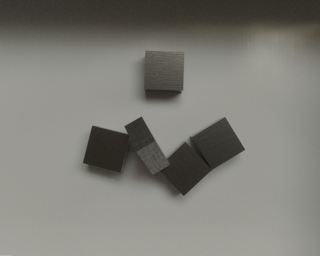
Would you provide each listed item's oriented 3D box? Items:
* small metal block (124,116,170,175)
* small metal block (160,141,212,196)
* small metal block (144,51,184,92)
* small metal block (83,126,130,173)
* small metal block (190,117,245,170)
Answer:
[{"bbox_3d":[-0.016,0.022,0.388,0.025,0.050,0.050,-30,134,-1],"label":"small metal block"},{"bbox_3d":[0.032,0.053,0.412,0.050,0.025,0.050,-43,91,0],"label":"small metal block"},{"bbox_3d":[0.006,-0.074,0.411,0.050,0.025,0.050,2,90,-1],"label":"small metal block"},{"bbox_3d":[-0.068,0.027,0.409,0.050,0.025,0.050,14,90,3],"label":"small metal block"},{"bbox_3d":[0.076,0.020,0.412,0.050,0.025,0.050,-31,90,-1],"label":"small metal block"}]
